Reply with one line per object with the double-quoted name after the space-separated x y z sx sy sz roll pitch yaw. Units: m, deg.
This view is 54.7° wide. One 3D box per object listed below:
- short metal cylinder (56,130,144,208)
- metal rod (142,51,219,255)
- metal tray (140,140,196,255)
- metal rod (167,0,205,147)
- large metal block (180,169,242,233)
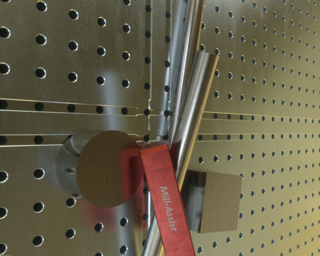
-0.065 0.042 0.339 0.081 0.050 0.079 0 90 -40 "short metal cylinder"
0.015 0.061 0.365 0.025 0.025 0.298 5 105 -40 "metal rod"
0.010 0.082 0.363 0.030 0.090 0.129 -14 91 1 "metal tray"
0.036 -0.069 0.438 0.025 0.025 0.298 14 81 -39 "metal rod"
0.072 0.105 0.453 0.081 0.050 0.080 12 83 -39 "large metal block"
